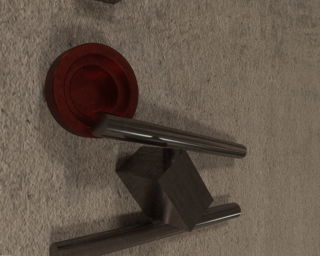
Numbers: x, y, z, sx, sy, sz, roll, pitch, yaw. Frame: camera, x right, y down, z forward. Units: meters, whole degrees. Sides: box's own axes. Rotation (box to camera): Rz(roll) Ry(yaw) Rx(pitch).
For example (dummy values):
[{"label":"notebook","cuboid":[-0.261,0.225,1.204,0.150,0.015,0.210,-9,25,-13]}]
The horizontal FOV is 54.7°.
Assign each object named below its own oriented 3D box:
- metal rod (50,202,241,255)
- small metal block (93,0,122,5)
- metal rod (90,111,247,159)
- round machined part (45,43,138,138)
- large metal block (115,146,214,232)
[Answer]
[{"label":"metal rod","cuboid":[0.008,0.133,0.413,0.302,0.025,0.025,1,89,-40]},{"label":"small metal block","cuboid":[-0.068,-0.172,0.349,0.050,0.025,0.050,-5,93,-40]},{"label":"metal rod","cuboid":[0.038,0.018,0.407,0.302,0.025,0.025,13,82,-49]},{"label":"round machined part","cuboid":[-0.075,-0.038,0.332,0.099,0.042,0.097,0,90,-40]},{"label":"large metal block","cuboid":[0.005,0.070,0.375,0.050,0.080,0.080,-45,117,-31]}]
